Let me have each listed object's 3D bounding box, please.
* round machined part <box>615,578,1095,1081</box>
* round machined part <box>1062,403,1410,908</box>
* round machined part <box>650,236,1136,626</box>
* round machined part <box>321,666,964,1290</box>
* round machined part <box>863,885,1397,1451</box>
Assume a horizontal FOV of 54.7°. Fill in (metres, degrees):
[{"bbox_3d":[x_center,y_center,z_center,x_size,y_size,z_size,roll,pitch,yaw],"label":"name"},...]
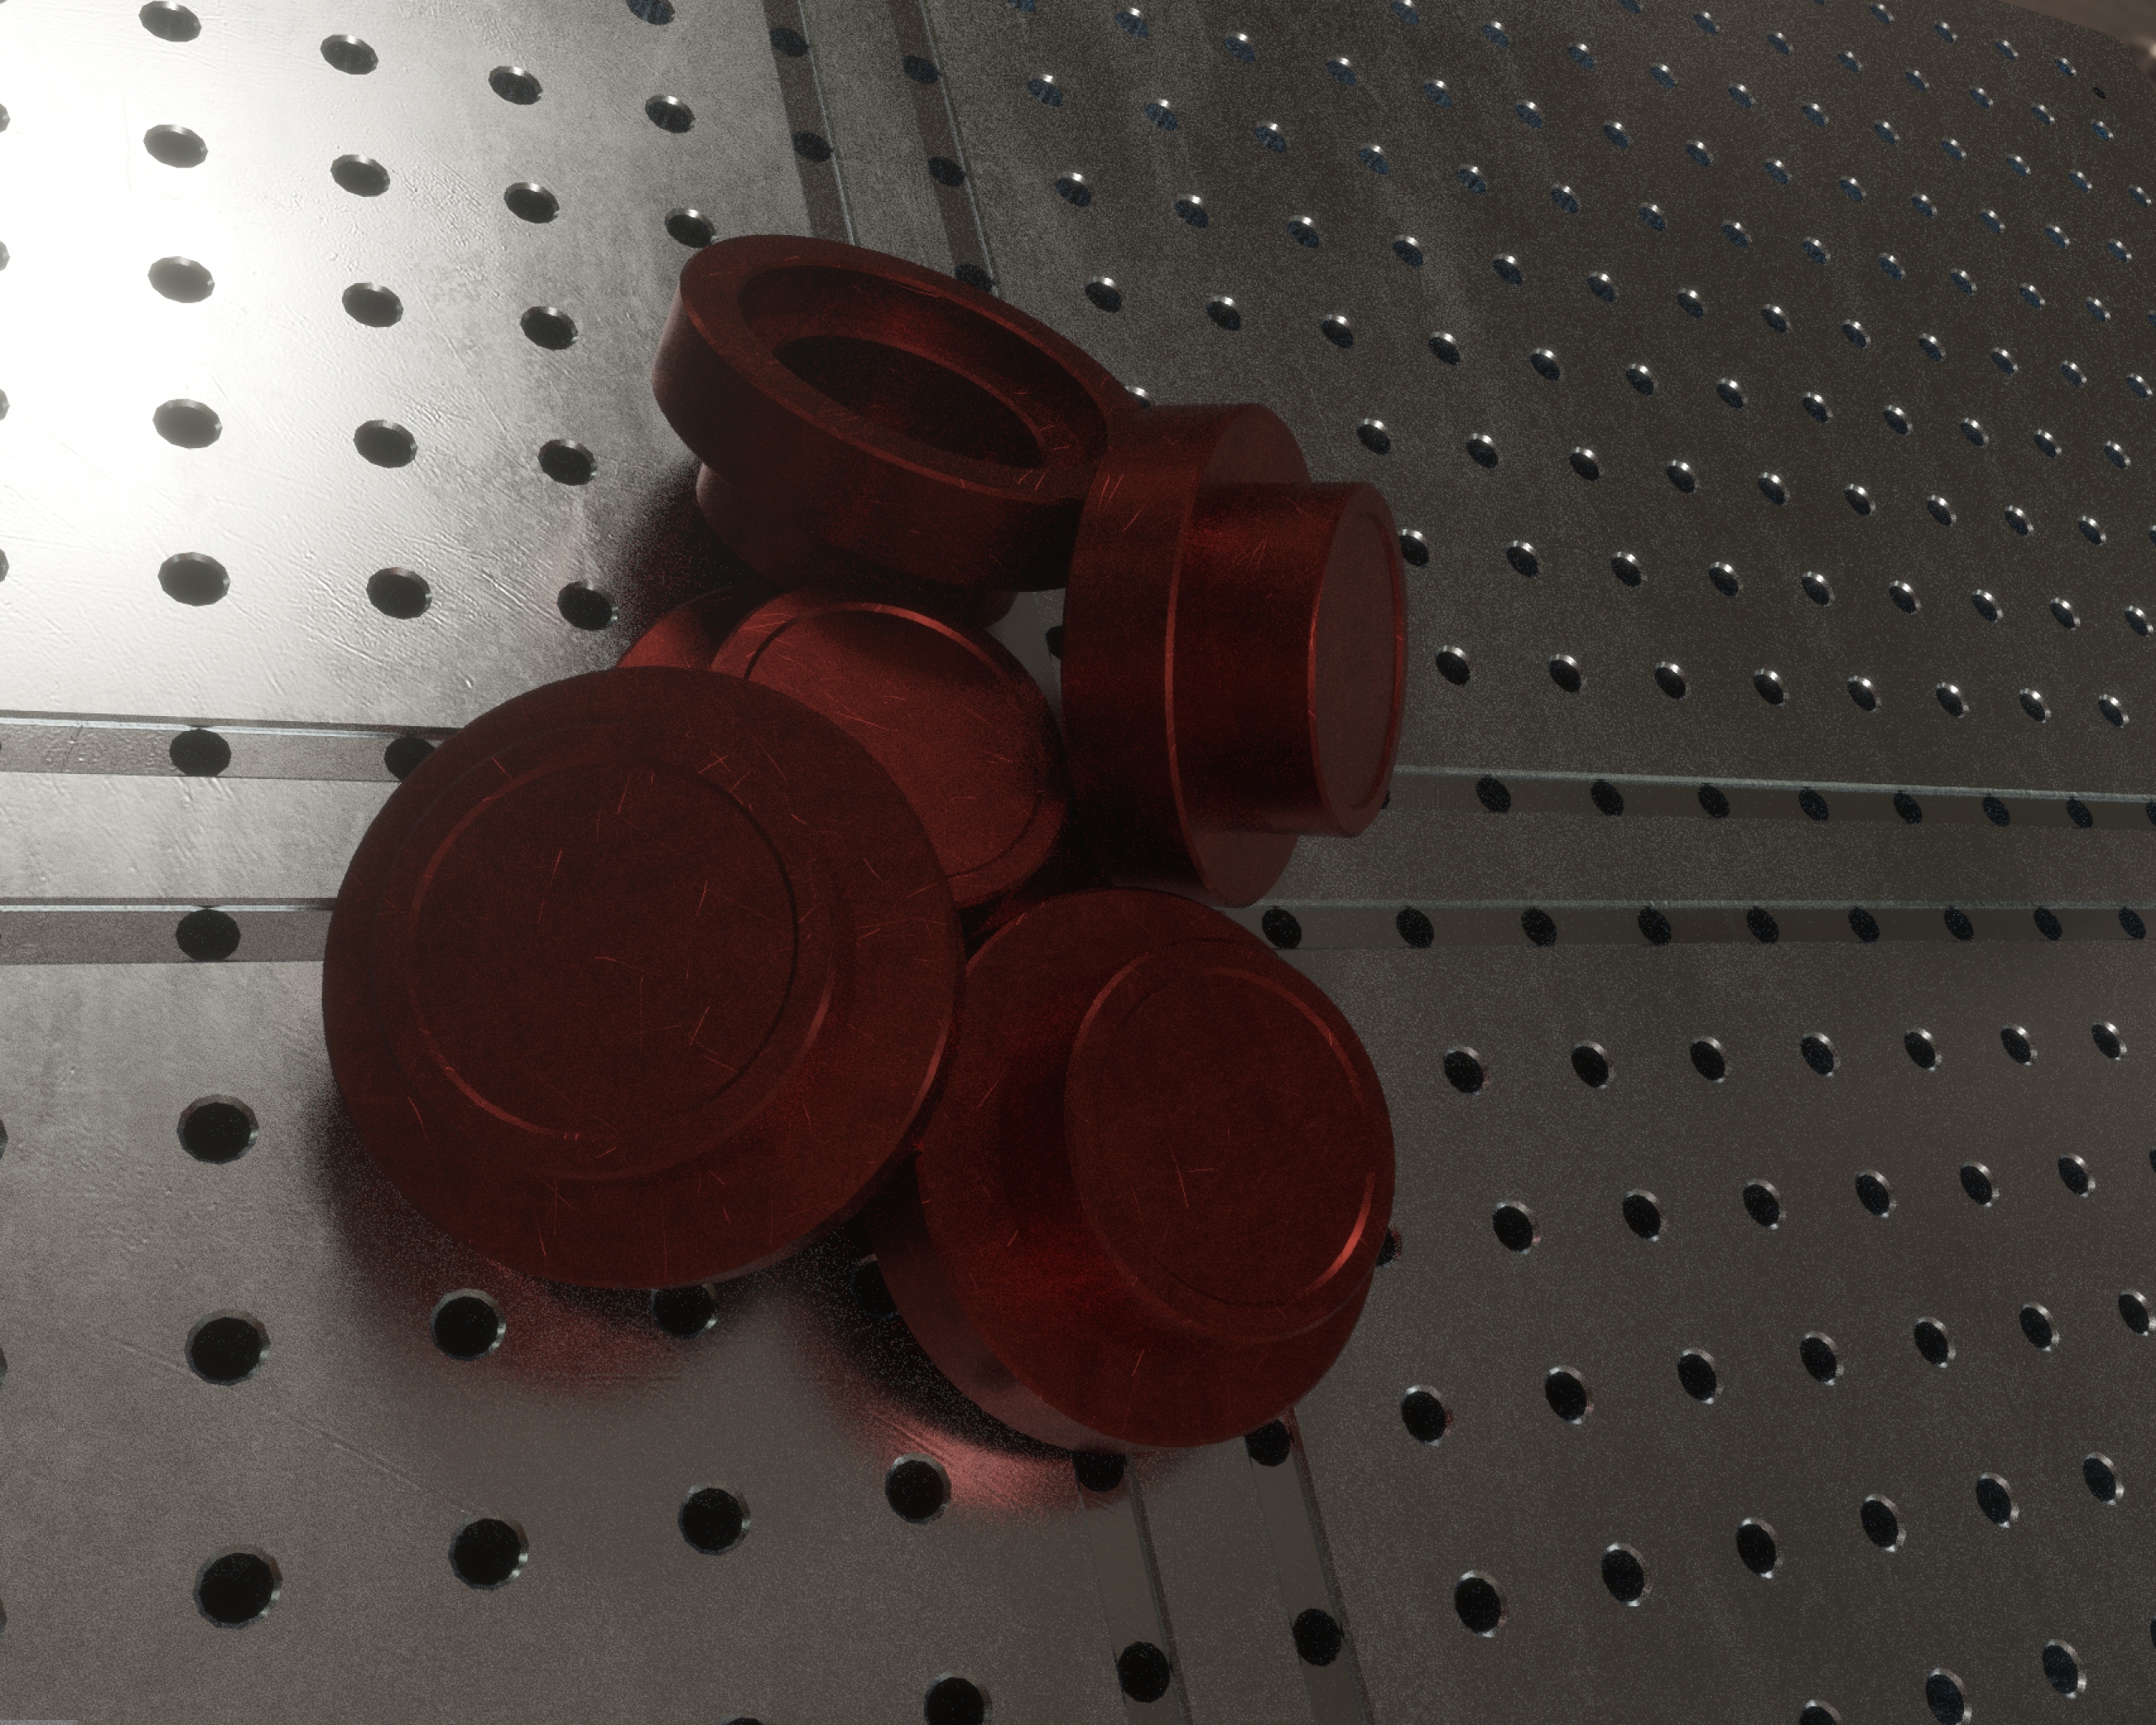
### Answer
[{"bbox_3d":[-0.041,-0.013,0.383,0.099,0.042,0.098,14,56,-21],"label":"round machined part"},{"bbox_3d":[0.036,-0.040,0.404,0.042,0.098,0.098,4,49,23],"label":"round machined part"},{"bbox_3d":[-0.037,-0.081,0.414,0.099,0.042,0.098,19,33,-13],"label":"round machined part"},{"bbox_3d":[-0.068,0.016,0.321,0.099,0.042,0.098,0,78,2],"label":"round machined part"},{"bbox_3d":[0.016,0.051,0.360,0.099,0.042,0.098,12,67,-31],"label":"round machined part"}]
